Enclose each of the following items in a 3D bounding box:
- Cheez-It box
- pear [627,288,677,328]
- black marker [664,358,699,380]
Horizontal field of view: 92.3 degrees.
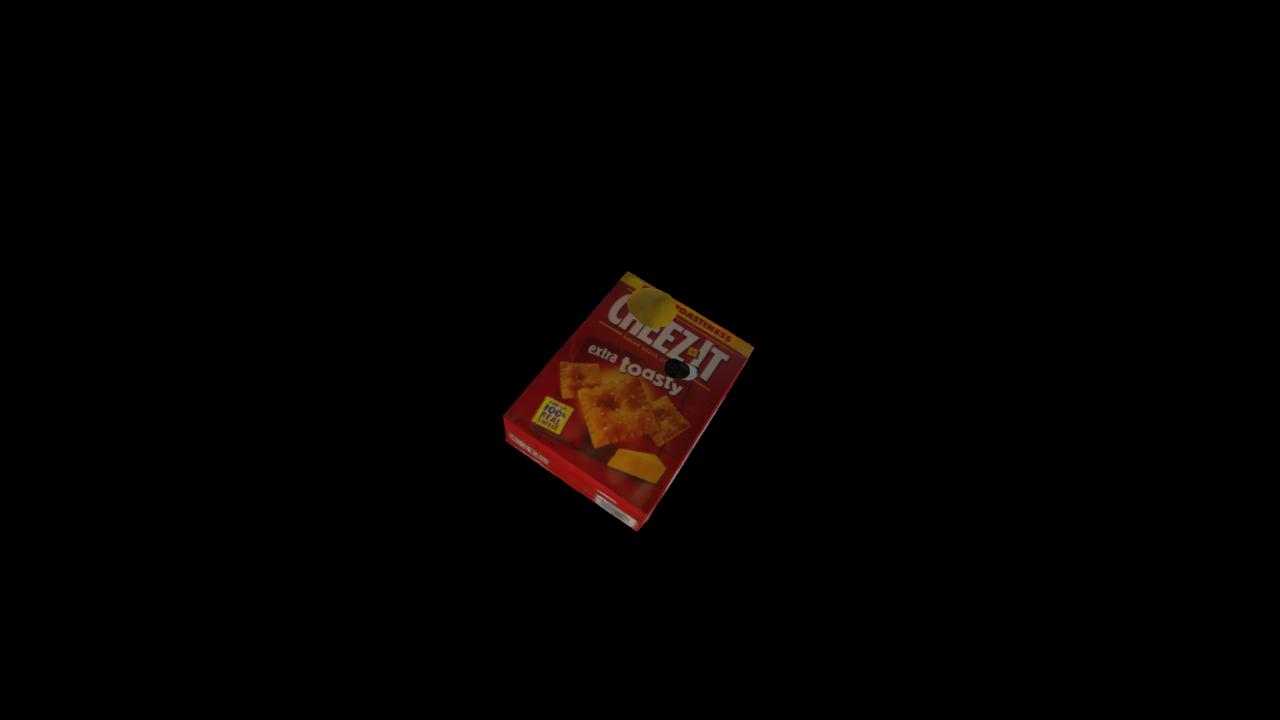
[{"bbox_3d":[-0.007,0.034,0.635,0.166,0.223,0.071,33,-29,8],"label":"Cheez-It box"},{"bbox_3d":[-0.010,-0.030,0.669,0.111,0.080,0.080,-31,10,-17],"label":"pear"},{"bbox_3d":[0.059,0.016,0.635,0.020,0.020,0.121,0,-8,31],"label":"black marker"}]
